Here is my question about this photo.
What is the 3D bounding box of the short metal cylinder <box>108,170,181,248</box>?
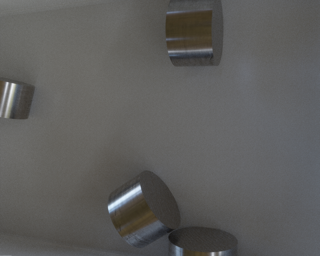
[{"bbox_3d":[-0.019,0.100,0.387,0.050,0.080,0.080,-35,79,16],"label":"short metal cylinder"}]

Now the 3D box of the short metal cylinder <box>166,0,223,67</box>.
[{"bbox_3d":[0.043,-0.113,0.366,0.050,0.080,0.079,3,91,20],"label":"short metal cylinder"}]

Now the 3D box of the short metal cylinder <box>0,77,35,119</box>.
[{"bbox_3d":[-0.234,-0.047,0.462,0.080,0.080,0.050,17,96,19],"label":"short metal cylinder"}]

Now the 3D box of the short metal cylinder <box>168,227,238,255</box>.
[{"bbox_3d":[0.050,0.154,0.363,0.080,0.080,0.050,1,91,19],"label":"short metal cylinder"}]
